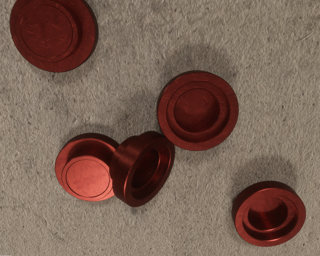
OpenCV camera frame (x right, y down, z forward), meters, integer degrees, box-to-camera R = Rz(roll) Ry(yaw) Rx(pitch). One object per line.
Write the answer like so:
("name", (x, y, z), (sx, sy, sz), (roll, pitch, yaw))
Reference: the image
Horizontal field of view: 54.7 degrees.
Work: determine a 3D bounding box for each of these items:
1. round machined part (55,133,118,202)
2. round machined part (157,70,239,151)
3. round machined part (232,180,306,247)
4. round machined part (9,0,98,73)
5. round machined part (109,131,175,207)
("round machined part", (-0.094, 0.059, 0.421), (0.099, 0.042, 0.097), (0, 110, -1))
("round machined part", (0.045, -0.024, 0.390), (0.099, 0.042, 0.097), (-1, 106, -4))
("round machined part", (0.152, 0.118, 0.447), (0.099, 0.042, 0.097), (0, 110, -1))
("round machined part", (-0.124, -0.112, 0.358), (0.099, 0.042, 0.097), (0, 110, -1))
("round machined part", (-0.027, 0.048, 0.399), (0.042, 0.099, 0.097), (25, 113, 31))
